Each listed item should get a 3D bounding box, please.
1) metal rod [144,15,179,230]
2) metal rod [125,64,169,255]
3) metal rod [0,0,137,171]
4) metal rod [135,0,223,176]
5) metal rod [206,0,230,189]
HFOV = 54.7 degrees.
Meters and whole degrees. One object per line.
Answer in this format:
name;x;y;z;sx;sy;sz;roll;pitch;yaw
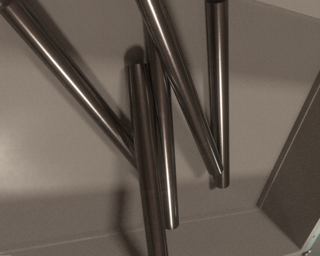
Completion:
metal rod;0.005;0.012;0.399;0.025;0.025;0.298;-15;119;-20
metal rod;-0.011;0.075;0.374;0.025;0.025;0.298;-10;99;-24
metal rod;-0.066;-0.014;0.364;0.025;0.025;0.299;-37;130;-4
metal rod;0.035;-0.033;0.376;0.025;0.025;0.299;-34;134;-6
metal rod;0.086;-0.026;0.441;0.025;0.025;0.298;-21;127;-16
